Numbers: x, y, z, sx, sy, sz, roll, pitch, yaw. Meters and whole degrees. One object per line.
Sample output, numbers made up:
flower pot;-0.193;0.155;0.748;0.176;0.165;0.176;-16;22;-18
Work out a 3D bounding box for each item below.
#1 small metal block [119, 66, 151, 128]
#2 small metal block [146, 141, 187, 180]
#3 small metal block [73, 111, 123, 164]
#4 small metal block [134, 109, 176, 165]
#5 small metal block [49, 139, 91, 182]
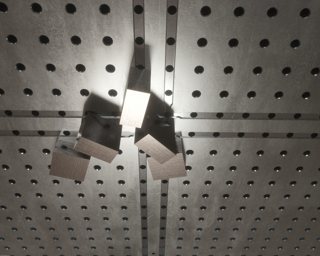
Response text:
small metal block;-0.029;-0.037;0.364;0.025;0.050;0.050;11;129;-9
small metal block;0.010;0.048;0.453;0.050;0.025;0.050;-8;130;6
small metal block;-0.079;0.012;0.404;0.050;0.050;0.025;25;126;-20
small metal block;-0.006;0.011;0.405;0.025;0.050;0.050;-36;122;26
small metal block;-0.130;0.048;0.451;0.050;0.025;0.050;15;129;-13
